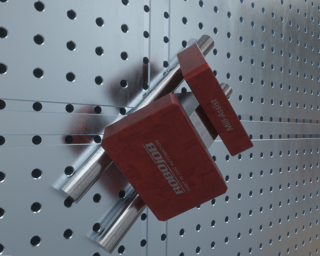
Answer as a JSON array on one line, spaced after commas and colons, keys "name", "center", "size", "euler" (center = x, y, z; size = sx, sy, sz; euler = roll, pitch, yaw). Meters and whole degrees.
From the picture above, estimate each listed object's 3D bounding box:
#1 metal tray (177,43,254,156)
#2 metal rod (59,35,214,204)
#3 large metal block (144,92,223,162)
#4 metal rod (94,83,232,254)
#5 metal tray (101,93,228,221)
[{"name": "metal tray", "center": [0.070, -0.037, 0.399], "size": [0.130, 0.030, 0.090], "euler": [54, 15, -26]}, {"name": "metal rod", "center": [-0.013, -0.029, 0.400], "size": [0.301, 0.025, 0.025], "euler": [-50, 120, -28]}, {"name": "large metal block", "center": [0.027, -0.002, 0.397], "size": [0.080, 0.080, 0.050], "euler": [-50, 120, -29]}, {"name": "metal rod", "center": [0.020, 0.037, 0.428], "size": [0.301, 0.025, 0.025], "euler": [-49, 120, -29]}, {"name": "metal tray", "center": [0.008, 0.037, 0.347], "size": [0.090, 0.030, 0.130], "euler": [-28, 115, 9]}]
